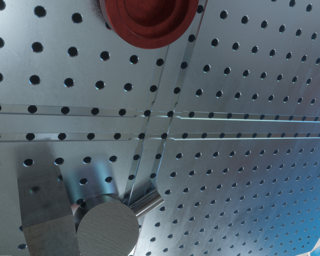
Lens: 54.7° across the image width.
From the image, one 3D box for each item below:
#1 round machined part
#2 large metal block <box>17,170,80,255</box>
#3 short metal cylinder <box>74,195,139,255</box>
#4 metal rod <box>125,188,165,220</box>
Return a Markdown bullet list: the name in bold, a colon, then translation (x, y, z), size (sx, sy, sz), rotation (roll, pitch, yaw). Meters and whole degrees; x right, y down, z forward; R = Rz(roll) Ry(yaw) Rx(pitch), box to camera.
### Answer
- **round machined part**: translation (-0.013, -0.133, 0.311), size (0.099, 0.042, 0.097), rotation (-14, 124, -21)
- **large metal block**: translation (-0.133, 0.111, 0.372), size (0.050, 0.080, 0.079), rotation (-12, 124, -22)
- **short metal cylinder**: translation (-0.074, 0.134, 0.416), size (0.081, 0.050, 0.080), rotation (1, 88, -23)
- **metal rod**: translation (-0.125, 0.185, 0.457), size (0.301, 0.025, 0.025), rotation (-33, 129, -6)
